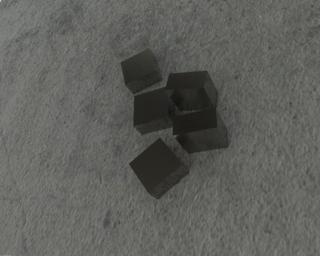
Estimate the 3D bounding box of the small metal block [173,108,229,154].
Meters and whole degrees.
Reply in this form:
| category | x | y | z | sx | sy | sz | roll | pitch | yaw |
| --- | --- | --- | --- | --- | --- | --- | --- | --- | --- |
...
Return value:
| category | x | y | z | sx | sy | sz | roll | pitch | yaw |
| --- | --- | --- | --- | --- | --- | --- | --- | --- | --- |
| small metal block | 0.048 | 0.005 | 0.359 | 0.050 | 0.050 | 0.025 | -12 | 57 | 21 |

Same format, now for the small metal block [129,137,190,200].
| category | x | y | z | sx | sy | sz | roll | pitch | yaw |
| --- | --- | --- | --- | --- | --- | --- | --- | --- | --- |
| small metal block | -0.001 | 0.048 | 0.374 | 0.050 | 0.025 | 0.050 | -40 | 51 | 0 |

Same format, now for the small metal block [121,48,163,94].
| category | x | y | z | sx | sy | sz | roll | pitch | yaw |
| --- | --- | --- | --- | --- | --- | --- | --- | --- | --- |
| small metal block | -0.028 | -0.086 | 0.470 | 0.050 | 0.025 | 0.050 | -24 | 53 | 13 |

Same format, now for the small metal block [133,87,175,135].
| category | x | y | z | sx | sy | sz | roll | pitch | yaw |
| --- | --- | --- | --- | --- | --- | --- | --- | --- | --- |
| small metal block | -0.007 | -0.023 | 0.421 | 0.050 | 0.025 | 0.050 | -14 | 56 | 20 |

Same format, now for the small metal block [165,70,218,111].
| category | x | y | z | sx | sy | sz | roll | pitch | yaw |
| --- | --- | --- | --- | --- | --- | --- | --- | --- | --- |
| small metal block | 0.041 | -0.046 | 0.393 | 0.050 | 0.050 | 0.025 | 0 | 62 | 28 |
